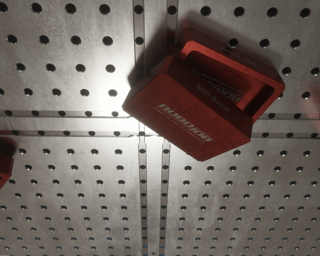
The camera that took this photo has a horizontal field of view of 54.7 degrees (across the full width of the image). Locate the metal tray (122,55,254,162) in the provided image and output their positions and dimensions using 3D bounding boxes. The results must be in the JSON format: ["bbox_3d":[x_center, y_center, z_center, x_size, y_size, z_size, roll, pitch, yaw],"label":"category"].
[{"bbox_3d":[0.032,-0.016,0.364,0.130,0.030,0.090,35,142,-18],"label":"metal tray"}]

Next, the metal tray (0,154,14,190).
[{"bbox_3d":[-0.286,0.059,0.428,0.131,0.030,0.090,21,134,-35],"label":"metal tray"}]

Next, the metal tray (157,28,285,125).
[{"bbox_3d":[0.067,-0.048,0.368,0.131,0.030,0.089,21,127,-17],"label":"metal tray"}]
